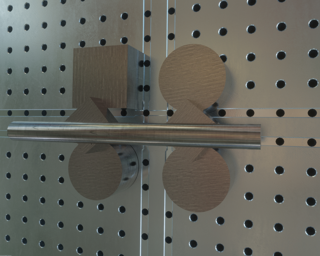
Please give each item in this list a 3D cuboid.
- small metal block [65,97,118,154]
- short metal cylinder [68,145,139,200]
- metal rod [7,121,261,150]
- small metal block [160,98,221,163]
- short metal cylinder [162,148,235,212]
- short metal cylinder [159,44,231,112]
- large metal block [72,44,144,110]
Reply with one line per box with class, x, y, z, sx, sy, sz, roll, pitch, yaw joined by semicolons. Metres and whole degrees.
small metal block;-0.084;-0.003;0.390;0.050;0.025;0.050;-42;77;15
short metal cylinder;-0.077;0.054;0.425;0.080;0.050;0.080;0;90;20
metal rod;-0.045;0.006;0.348;0.301;0.025;0.025;1;90;19
small metal block;0.035;0.003;0.347;0.050;0.025;0.050;42;103;15
short metal cylinder;0.049;0.058;0.382;0.080;0.050;0.080;0;90;20
short metal cylinder;0.045;-0.058;0.384;0.080;0.050;0.080;0;90;20
large metal block;-0.070;-0.066;0.423;0.080;0.050;0.080;1;91;20
